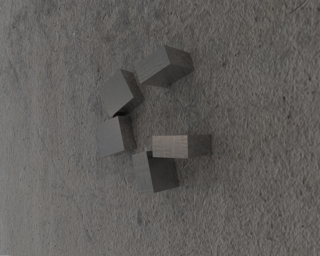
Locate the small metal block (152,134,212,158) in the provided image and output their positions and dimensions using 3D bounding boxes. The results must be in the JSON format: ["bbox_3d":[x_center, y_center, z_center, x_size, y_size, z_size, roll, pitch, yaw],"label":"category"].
[{"bbox_3d":[0.027,0.021,0.367,0.050,0.050,0.025,-2,89,40],"label":"small metal block"}]

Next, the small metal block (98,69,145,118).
[{"bbox_3d":[-0.056,-0.049,0.449,0.050,0.025,0.050,-37,67,28],"label":"small metal block"}]

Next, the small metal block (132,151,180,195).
[{"bbox_3d":[-0.005,0.055,0.393,0.025,0.050,0.050,-18,79,39],"label":"small metal block"}]

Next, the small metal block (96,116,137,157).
[{"bbox_3d":[-0.065,0.013,0.459,0.050,0.025,0.050,-20,78,38],"label":"small metal block"}]

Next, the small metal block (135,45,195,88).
[{"bbox_3d":[0.006,-0.074,0.383,0.050,0.050,0.025,-27,73,37],"label":"small metal block"}]
